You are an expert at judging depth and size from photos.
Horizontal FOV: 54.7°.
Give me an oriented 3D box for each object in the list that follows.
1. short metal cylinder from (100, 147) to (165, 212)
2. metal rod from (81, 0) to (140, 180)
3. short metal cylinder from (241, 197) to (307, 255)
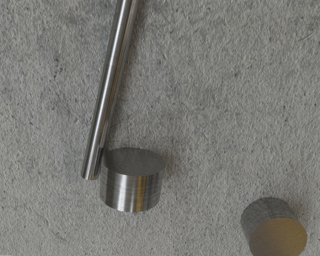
[{"bbox_3d":[-0.037,0.065,0.404,0.081,0.080,0.050,6,110,-3],"label":"short metal cylinder"},{"bbox_3d":[-0.059,-0.069,0.383,0.025,0.025,0.298,14,109,-6],"label":"metal rod"},{"bbox_3d":[0.164,0.149,0.453,0.081,0.050,0.079,0,110,0],"label":"short metal cylinder"}]
